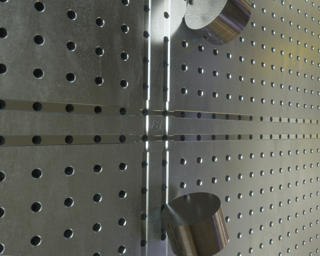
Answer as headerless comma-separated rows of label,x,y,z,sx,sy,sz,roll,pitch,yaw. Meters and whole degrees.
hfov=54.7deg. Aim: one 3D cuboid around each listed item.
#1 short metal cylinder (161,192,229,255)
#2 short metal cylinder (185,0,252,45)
short metal cylinder,0.047,0.129,0.416,0.081,0.080,0.050,-26,107,-37
short metal cylinder,0.082,-0.167,0.444,0.050,0.080,0.080,22,76,-38
